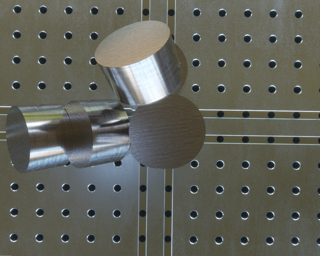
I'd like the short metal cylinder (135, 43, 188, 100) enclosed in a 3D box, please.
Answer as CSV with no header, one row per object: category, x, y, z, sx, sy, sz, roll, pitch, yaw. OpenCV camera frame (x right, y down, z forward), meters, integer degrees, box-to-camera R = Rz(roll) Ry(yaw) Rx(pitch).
short metal cylinder,-0.006,-0.071,0.400,0.081,0.050,0.079,0,90,0

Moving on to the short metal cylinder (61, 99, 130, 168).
short metal cylinder,-0.080,0.005,0.378,0.050,0.080,0.080,-7,90,-42

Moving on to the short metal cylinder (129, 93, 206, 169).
short metal cylinder,0.008,0.003,0.349,0.081,0.050,0.079,0,90,0

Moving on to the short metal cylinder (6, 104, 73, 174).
short metal cylinder,-0.148,0.011,0.378,0.050,0.080,0.080,-8,90,-42

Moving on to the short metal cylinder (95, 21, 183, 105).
short metal cylinder,-0.021,-0.070,0.329,0.080,0.080,0.050,-24,133,0

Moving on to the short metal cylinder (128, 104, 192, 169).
short metal cylinder,-0.002,0.009,0.400,0.081,0.050,0.079,0,90,0
